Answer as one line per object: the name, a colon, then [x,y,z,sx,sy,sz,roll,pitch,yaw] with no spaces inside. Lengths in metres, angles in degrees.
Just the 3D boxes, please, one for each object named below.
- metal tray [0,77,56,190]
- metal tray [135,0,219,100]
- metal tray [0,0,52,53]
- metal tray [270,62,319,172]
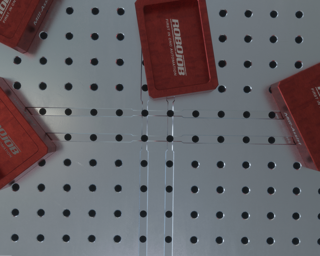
metal tray: [-0.215,0.005,0.409,0.090,0.030,0.130,-38,90,0]
metal tray: [0.021,-0.108,0.410,0.090,0.030,0.129,-9,90,0]
metal tray: [-0.196,-0.178,0.409,0.090,0.030,0.130,27,90,0]
metal tray: [0.218,-0.018,0.412,0.090,0.030,0.130,-25,90,0]
